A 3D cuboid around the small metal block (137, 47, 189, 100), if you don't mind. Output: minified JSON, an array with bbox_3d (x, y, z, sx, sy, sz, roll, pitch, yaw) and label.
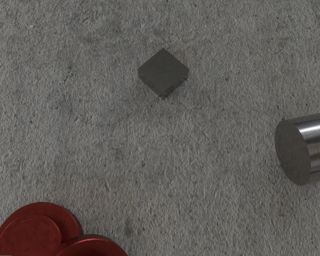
[{"bbox_3d":[0.005,-0.076,0.436,0.050,0.025,0.050,-43,76,-14],"label":"small metal block"}]

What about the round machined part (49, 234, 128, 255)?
[{"bbox_3d":[-0.073,0.164,0.317,0.099,0.042,0.097,2,86,-25],"label":"round machined part"}]

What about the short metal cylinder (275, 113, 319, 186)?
[{"bbox_3d":[0.181,0.025,0.372,0.050,0.080,0.080,-12,71,-4],"label":"short metal cylinder"}]

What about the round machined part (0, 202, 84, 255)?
[{"bbox_3d":[-0.139,0.133,0.349,0.099,0.042,0.098,0,70,-1],"label":"round machined part"}]
